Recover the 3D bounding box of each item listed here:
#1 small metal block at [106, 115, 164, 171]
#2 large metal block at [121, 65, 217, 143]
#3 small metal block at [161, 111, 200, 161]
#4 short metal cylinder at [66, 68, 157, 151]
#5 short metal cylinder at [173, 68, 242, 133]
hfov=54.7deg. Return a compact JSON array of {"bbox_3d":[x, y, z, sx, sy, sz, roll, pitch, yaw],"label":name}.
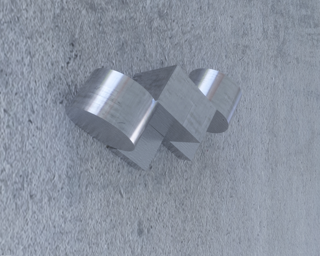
[{"bbox_3d":[-0.030,0.018,0.382,0.050,0.025,0.050,43,64,-32],"label":"small metal block"},{"bbox_3d":[0.007,-0.026,0.377,0.080,0.080,0.050,42,64,-32],"label":"large metal block"},{"bbox_3d":[0.031,0.011,0.432,0.050,0.025,0.050,43,64,-32],"label":"small metal block"},{"bbox_3d":[-0.050,-0.018,0.328,0.080,0.080,0.050,42,64,-32],"label":"short metal cylinder"},{"bbox_3d":[0.065,-0.036,0.424,0.080,0.080,0.050,43,64,-32],"label":"short metal cylinder"}]
